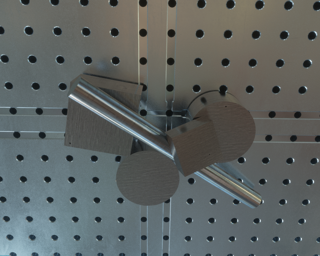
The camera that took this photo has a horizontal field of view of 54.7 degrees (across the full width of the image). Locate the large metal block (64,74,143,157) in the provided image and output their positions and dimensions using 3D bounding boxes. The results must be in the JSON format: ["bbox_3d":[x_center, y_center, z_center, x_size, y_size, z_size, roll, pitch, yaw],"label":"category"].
[{"bbox_3d":[-0.069,-0.017,0.387,0.081,0.050,0.079,10,110,-4],"label":"large metal block"}]

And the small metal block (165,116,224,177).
[{"bbox_3d":[0.039,0.020,0.357,0.050,0.025,0.050,-23,109,-11],"label":"small metal block"}]

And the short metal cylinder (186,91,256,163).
[{"bbox_3d":[0.075,-0.002,0.396,0.081,0.050,0.079,0,110,0],"label":"short metal cylinder"}]

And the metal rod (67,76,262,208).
[{"bbox_3d":[0.025,0.031,0.384,0.301,0.025,0.025,33,107,-27],"label":"metal rod"}]

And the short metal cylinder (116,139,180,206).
[{"bbox_3d":[-0.015,0.056,0.417,0.081,0.050,0.079,0,110,0],"label":"short metal cylinder"}]
